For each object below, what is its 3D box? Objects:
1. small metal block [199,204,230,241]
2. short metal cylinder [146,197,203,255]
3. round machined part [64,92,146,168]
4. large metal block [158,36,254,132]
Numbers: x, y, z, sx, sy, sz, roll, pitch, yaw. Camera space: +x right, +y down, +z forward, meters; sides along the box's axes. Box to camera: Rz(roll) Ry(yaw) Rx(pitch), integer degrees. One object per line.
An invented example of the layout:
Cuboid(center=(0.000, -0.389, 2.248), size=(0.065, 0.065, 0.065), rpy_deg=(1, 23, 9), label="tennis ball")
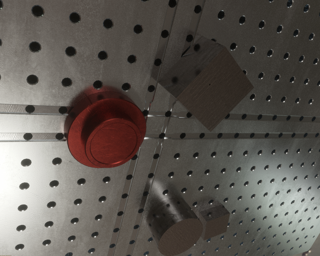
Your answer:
Cuboid(center=(0.099, 0.176, 0.577), size=(0.050, 0.025, 0.050), rpy_deg=(-12, 124, -22), label="small metal block")
Cuboid(center=(0.023, 0.162, 0.510), size=(0.081, 0.050, 0.079), rpy_deg=(-14, 124, -21), label="short metal cylinder")
Cuboid(center=(-0.061, 0.009, 0.373), size=(0.099, 0.042, 0.097), rpy_deg=(-14, 125, -21), label="round machined part")
Cuboid(center=(0.059, -0.055, 0.395), size=(0.080, 0.050, 0.080), rpy_deg=(-47, 130, 4), label="large metal block")
